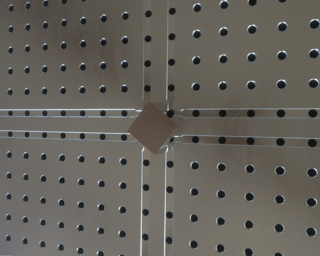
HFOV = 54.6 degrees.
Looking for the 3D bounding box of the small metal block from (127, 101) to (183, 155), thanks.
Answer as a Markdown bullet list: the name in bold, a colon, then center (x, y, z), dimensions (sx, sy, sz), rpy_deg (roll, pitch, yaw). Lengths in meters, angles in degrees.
- **small metal block**: center (-0.006, 0.000, 0.415), dimensions (0.050, 0.025, 0.050), rpy_deg (40, 103, 15)
